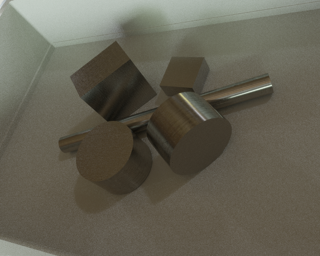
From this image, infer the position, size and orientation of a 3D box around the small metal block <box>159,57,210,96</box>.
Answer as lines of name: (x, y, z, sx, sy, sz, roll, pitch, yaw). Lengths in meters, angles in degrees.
small metal block: (0.034, -0.070, 0.428, 0.050, 0.025, 0.050, 9, 66, 31)

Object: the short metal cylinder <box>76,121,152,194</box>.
short metal cylinder: (-0.057, 0.038, 0.392, 0.080, 0.050, 0.080, -13, 56, 20)

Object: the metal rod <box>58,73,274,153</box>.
metal rod: (-0.006, -0.014, 0.415, 0.301, 0.025, 0.025, -16, 55, 18)

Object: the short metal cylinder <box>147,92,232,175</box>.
short metal cylinder: (0.032, 0.006, 0.347, 0.080, 0.080, 0.050, -40, 51, 0)

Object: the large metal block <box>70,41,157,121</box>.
large metal block: (-0.064, -0.060, 0.438, 0.080, 0.080, 0.050, -37, 51, 3)
